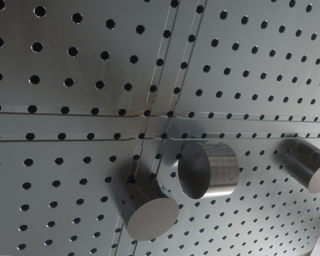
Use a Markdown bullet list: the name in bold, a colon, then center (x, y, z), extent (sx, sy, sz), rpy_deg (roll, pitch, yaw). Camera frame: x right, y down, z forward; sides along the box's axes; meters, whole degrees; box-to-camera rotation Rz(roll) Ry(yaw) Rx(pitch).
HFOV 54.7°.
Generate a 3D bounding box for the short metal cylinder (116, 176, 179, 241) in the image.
- **short metal cylinder**: center (-0.019, 0.119, 0.458), extent (0.081, 0.050, 0.079), rpy_deg (-14, 124, -21)

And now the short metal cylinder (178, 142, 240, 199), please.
- **short metal cylinder**: center (0.069, 0.061, 0.451), extent (0.050, 0.080, 0.079), rpy_deg (1, 118, -29)

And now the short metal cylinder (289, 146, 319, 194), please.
- **short metal cylinder**: center (0.305, 0.083, 0.613), extent (0.081, 0.050, 0.079), rpy_deg (-14, 124, -21)
